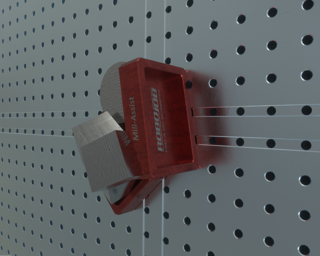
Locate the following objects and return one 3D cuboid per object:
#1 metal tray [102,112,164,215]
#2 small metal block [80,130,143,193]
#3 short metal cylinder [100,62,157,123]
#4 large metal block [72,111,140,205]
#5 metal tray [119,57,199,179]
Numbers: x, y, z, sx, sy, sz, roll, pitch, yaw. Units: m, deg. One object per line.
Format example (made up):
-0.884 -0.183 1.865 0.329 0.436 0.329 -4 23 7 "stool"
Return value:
-0.061 0.047 0.452 0.090 0.030 0.130 -50 61 28 "metal tray"
-0.052 0.035 0.327 0.050 0.025 0.050 -25 74 25 "small metal block"
-0.036 -0.046 0.420 0.080 0.050 0.079 0 90 39 "short metal cylinder"
-0.066 0.039 0.405 0.080 0.050 0.080 47 153 29 "large metal block"
0.001 -0.010 0.364 0.030 0.091 0.129 -12 83 39 "metal tray"
